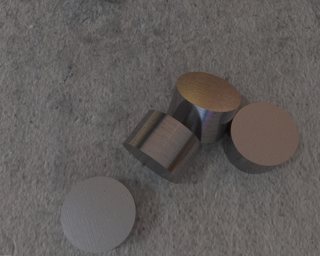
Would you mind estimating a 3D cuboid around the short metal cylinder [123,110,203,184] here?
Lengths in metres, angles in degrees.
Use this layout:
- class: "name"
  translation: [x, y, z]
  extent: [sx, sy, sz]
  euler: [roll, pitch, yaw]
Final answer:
- class: "short metal cylinder"
  translation: [0.003, 0.023, 0.370]
  extent: [0.080, 0.080, 0.050]
  euler: [34, 75, 11]

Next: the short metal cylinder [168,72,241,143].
- class: "short metal cylinder"
  translation: [0.053, -0.027, 0.388]
  extent: [0.081, 0.050, 0.080]
  euler: [10, 41, -8]

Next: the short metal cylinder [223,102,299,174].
- class: "short metal cylinder"
  translation: [0.124, 0.014, 0.391]
  extent: [0.081, 0.050, 0.080]
  euler: [0, 70, 0]

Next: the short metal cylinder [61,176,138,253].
- class: "short metal cylinder"
  translation: [-0.067, 0.100, 0.357]
  extent: [0.081, 0.050, 0.080]
  euler: [0, 70, 0]
